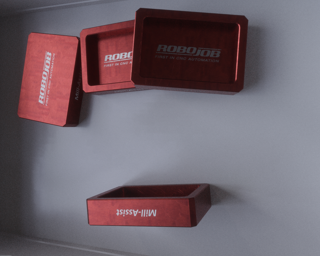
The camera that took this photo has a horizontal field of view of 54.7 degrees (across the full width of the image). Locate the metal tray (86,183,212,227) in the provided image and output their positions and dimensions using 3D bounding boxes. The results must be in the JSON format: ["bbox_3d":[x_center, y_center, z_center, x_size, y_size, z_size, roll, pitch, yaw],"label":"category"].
[{"bbox_3d":[-0.010,0.092,0.379,0.130,0.090,0.030,-5,88,20],"label":"metal tray"}]

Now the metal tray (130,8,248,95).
[{"bbox_3d":[0.034,-0.090,0.371,0.131,0.030,0.089,4,89,0],"label":"metal tray"}]

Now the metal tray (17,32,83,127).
[{"bbox_3d":[-0.160,-0.072,0.464,0.090,0.030,0.129,11,94,19],"label":"metal tray"}]

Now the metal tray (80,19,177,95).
[{"bbox_3d":[-0.043,-0.096,0.423,0.130,0.030,0.089,-3,89,19],"label":"metal tray"}]
